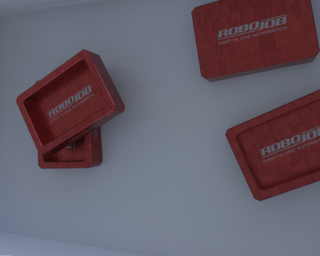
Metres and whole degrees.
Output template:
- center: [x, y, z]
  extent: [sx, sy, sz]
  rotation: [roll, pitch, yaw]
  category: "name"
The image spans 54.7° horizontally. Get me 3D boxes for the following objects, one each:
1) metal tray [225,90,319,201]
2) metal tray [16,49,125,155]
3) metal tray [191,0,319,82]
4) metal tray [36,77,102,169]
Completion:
- center: [0.153, 0.018, 0.353]
  extent: [0.130, 0.030, 0.090]
  rotation: [-25, 82, 17]
  category: "metal tray"
- center: [-0.122, -0.032, 0.416]
  extent: [0.130, 0.030, 0.090]
  rotation: [-30, 81, 17]
  category: "metal tray"
- center: [0.110, -0.112, 0.369]
  extent: [0.130, 0.030, 0.089]
  rotation: [-9, 87, 19]
  category: "metal tray"
- center: [-0.134, -0.007, 0.453]
  extent: [0.090, 0.030, 0.129]
  rotation: [-3, 89, 19]
  category: "metal tray"
